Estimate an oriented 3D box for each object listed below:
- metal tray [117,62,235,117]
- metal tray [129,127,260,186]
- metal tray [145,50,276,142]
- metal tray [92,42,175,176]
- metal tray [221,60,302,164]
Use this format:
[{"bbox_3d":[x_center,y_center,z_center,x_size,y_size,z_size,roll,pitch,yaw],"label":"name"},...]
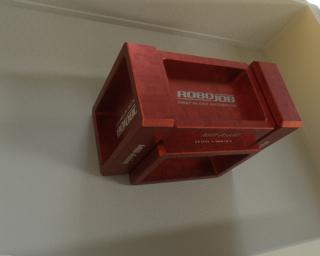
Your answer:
[{"bbox_3d":[0.018,-0.046,0.398,0.131,0.090,0.030,0,63,-28],"label":"metal tray"},{"bbox_3d":[0.037,0.033,0.360,0.131,0.090,0.030,0,61,-28],"label":"metal tray"},{"bbox_3d":[0.053,-0.032,0.332,0.131,0.030,0.090,1,61,-28],"label":"metal tray"},{"bbox_3d":[-0.036,-0.013,0.325,0.030,0.129,0.090,1,62,-28],"label":"metal tray"},{"bbox_3d":[0.108,-0.013,0.401,0.030,0.129,0.090,1,62,-28],"label":"metal tray"}]
